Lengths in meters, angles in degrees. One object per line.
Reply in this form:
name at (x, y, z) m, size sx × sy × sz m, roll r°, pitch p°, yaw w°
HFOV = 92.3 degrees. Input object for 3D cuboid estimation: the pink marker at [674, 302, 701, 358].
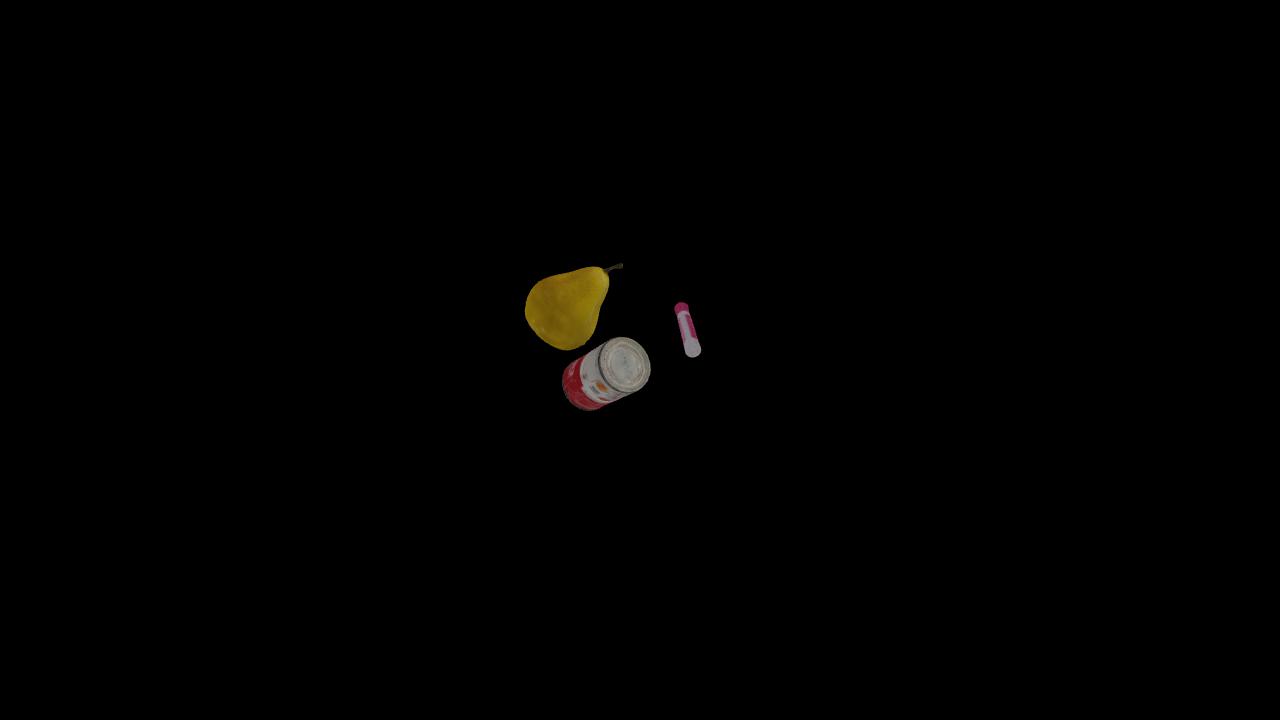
pink marker at (0.057, -0.040, 0.755) m, size 0.020 × 0.020 × 0.121 m, roll 0°, pitch 30°, yaw -4°

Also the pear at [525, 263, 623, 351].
pear at (-0.066, -0.067, 0.632) m, size 0.080 × 0.111 × 0.080 m, roll 38°, pitch 10°, yaw -8°

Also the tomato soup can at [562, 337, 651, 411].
tomato soup can at (-0.041, 0.018, 0.723) m, size 0.068 × 0.068 × 0.101 m, roll 0°, pitch -15°, yaw -31°
